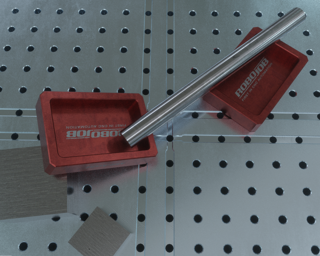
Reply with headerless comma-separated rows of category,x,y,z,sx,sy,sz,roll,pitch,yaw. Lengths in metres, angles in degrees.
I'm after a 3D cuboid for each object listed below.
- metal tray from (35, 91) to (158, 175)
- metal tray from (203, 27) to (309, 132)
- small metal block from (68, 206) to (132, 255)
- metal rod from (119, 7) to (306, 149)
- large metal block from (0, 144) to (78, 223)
metal tray,-0.074,0.003,0.375,0.131,0.030,0.090,-3,67,-33
metal tray,0.133,-0.071,0.435,0.090,0.030,0.130,37,74,12
small metal block,-0.069,0.129,0.364,0.050,0.025,0.050,36,74,12
metal rod,0.077,-0.072,0.405,0.301,0.025,0.025,-36,74,-13
large metal block,-0.145,0.067,0.373,0.081,0.050,0.080,-6,70,-2
